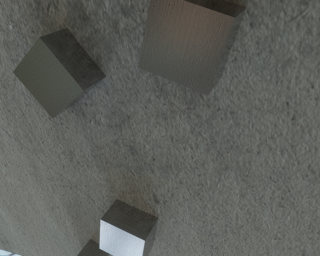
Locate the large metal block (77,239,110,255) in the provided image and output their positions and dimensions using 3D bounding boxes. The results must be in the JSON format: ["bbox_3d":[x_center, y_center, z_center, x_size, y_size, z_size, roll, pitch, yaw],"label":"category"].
[{"bbox_3d":[-0.150,0.288,0.626,0.050,0.080,0.079,30,128,9],"label":"large metal block"}]

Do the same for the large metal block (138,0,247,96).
[{"bbox_3d":[0.031,-0.091,0.317,0.080,0.050,0.079,24,127,13],"label":"large metal block"}]

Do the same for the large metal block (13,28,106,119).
[{"bbox_3d":[-0.134,-0.072,0.415,0.080,0.050,0.080,-31,102,37],"label":"large metal block"}]

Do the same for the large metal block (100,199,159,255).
[{"bbox_3d":[-0.054,0.181,0.529,0.080,0.050,0.079,20,126,16],"label":"large metal block"}]
